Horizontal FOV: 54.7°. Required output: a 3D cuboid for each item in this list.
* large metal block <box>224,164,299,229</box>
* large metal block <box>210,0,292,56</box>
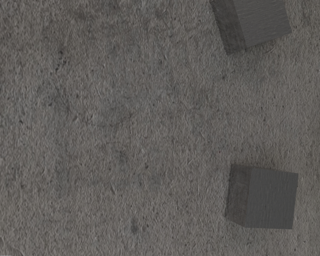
[{"bbox_3d":[0.147,0.098,0.450,0.081,0.050,0.080,9,87,-20],"label":"large metal block"},{"bbox_3d":[0.130,-0.158,0.443,0.081,0.050,0.080,-21,97,-19],"label":"large metal block"}]
